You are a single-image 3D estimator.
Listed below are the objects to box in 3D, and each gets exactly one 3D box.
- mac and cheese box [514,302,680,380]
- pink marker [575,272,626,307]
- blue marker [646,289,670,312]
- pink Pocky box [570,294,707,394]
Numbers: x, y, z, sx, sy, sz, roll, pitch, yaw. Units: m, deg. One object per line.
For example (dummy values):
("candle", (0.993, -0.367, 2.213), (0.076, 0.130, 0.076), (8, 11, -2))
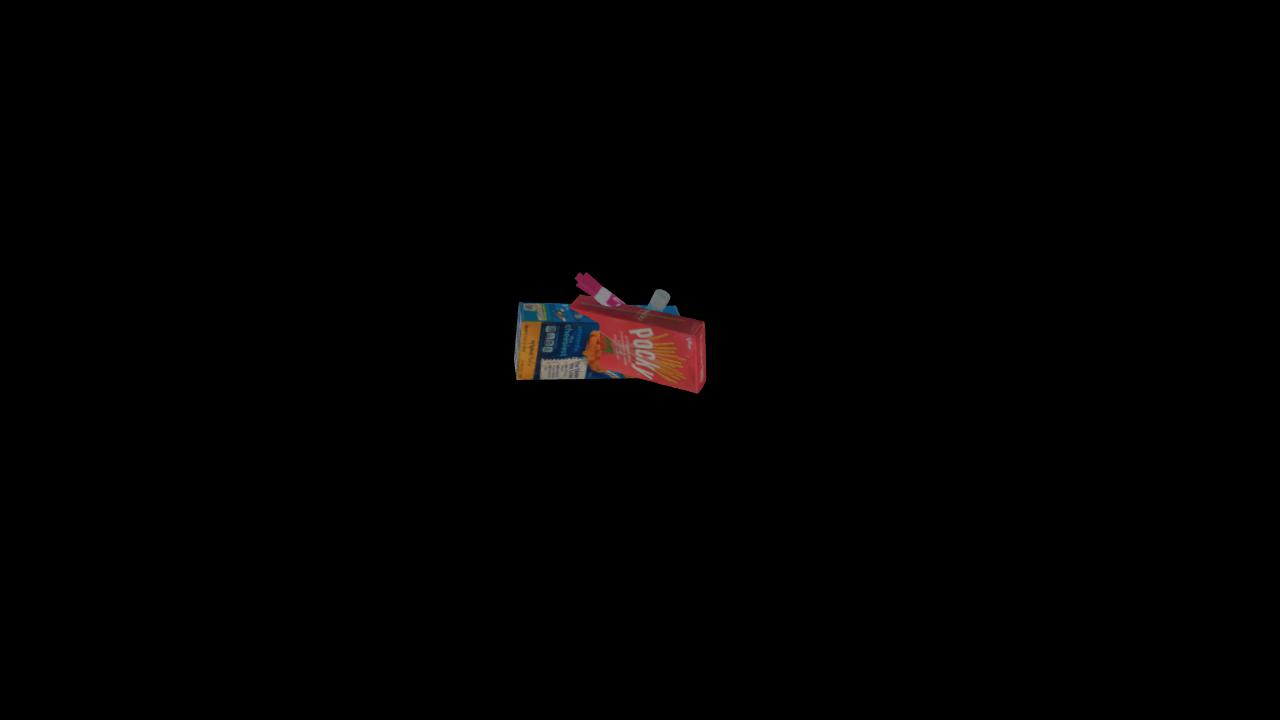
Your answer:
("mac and cheese box", (-0.050, -0.020, 0.713), (0.184, 0.093, 0.041), (-1, 44, -17))
("pink marker", (-0.021, -0.055, 0.678), (0.121, 0.020, 0.020), (38, -10, -13))
("blue marker", (0.002, -0.031, 0.715), (0.020, 0.020, 0.121), (0, -44, -33))
("pink Pocky box", (-0.002, -0.018, 0.681), (0.155, 0.084, 0.029), (14, 44, 23))
